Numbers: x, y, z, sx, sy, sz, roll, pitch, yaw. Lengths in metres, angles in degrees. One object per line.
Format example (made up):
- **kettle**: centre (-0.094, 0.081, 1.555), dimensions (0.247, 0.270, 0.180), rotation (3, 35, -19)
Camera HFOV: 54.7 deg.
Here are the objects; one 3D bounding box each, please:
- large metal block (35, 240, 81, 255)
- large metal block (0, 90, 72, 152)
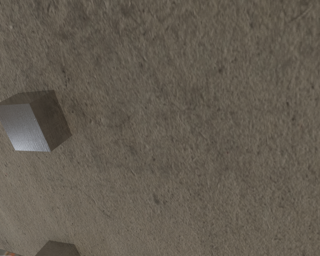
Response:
- **large metal block**: centre (-0.220, 0.303, 0.691), dimensions (0.080, 0.050, 0.080), rotation (-5, 116, 30)
- **large metal block**: centre (-0.198, -0.011, 0.486), dimensions (0.080, 0.050, 0.080), rotation (-1, 118, 28)
